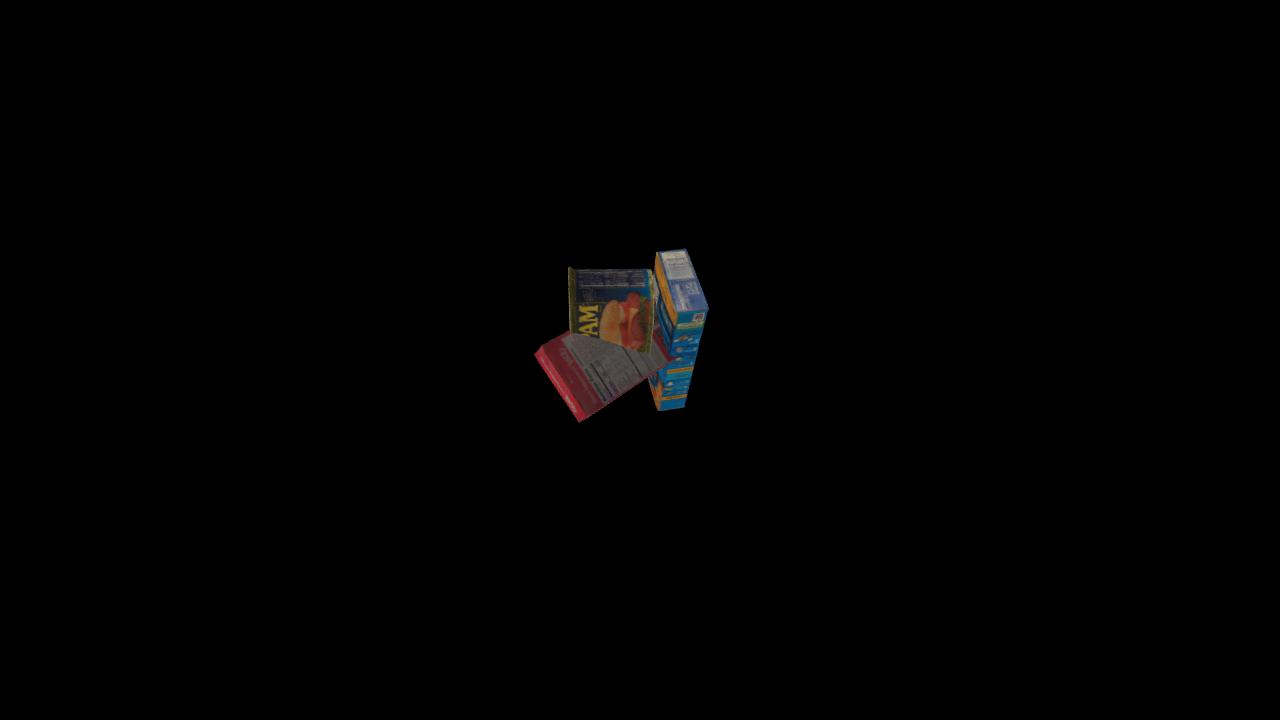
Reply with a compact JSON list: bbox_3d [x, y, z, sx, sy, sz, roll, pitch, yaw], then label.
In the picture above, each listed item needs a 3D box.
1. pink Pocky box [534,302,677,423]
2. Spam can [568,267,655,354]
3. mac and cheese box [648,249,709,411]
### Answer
[{"bbox_3d":[-0.027,-0.008,0.644,0.155,0.084,0.029,-33,-2,-36],"label":"pink Pocky box"},{"bbox_3d":[-0.031,-0.047,0.637,0.085,0.058,0.101,-2,-43,-7],"label":"Spam can"},{"bbox_3d":[0.036,-0.029,0.707,0.041,0.093,0.184,-8,-36,-12],"label":"mac and cheese box"}]
